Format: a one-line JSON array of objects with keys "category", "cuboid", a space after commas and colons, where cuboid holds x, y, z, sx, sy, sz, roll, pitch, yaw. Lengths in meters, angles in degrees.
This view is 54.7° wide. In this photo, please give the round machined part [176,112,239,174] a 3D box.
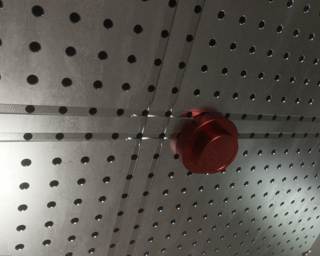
[{"category": "round machined part", "cuboid": [0.077, 0.029, 0.463, 0.099, 0.042, 0.097, -14, 125, -21]}]
